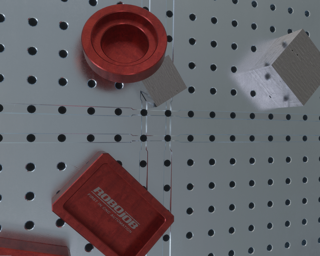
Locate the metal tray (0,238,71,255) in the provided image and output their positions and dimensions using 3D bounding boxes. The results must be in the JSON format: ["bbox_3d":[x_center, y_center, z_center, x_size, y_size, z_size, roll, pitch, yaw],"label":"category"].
[{"bbox_3d":[-0.163,0.199,0.350,0.091,0.030,0.129,17,84,-19],"label":"metal tray"}]

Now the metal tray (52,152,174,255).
[{"bbox_3d":[-0.057,0.104,0.389,0.130,0.030,0.090,47,76,-14],"label":"metal tray"}]

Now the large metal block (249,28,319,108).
[{"bbox_3d":[0.199,-0.088,0.473,0.080,0.050,0.080,46,76,-15],"label":"large metal block"}]

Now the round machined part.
[{"bbox_3d":[-0.042,-0.097,0.375,0.099,0.042,0.098,2,69,-5],"label":"round machined part"}]

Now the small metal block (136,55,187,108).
[{"bbox_3d":[-0.001,-0.061,0.413,0.050,0.025,0.050,-34,101,-17],"label":"small metal block"}]
